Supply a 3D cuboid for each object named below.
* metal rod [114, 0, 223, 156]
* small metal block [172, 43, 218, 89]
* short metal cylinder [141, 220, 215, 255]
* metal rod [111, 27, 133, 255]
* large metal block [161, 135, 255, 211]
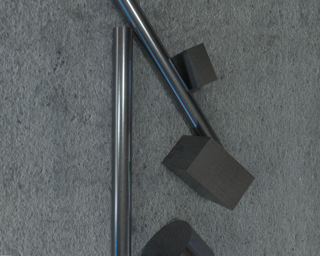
[{"bbox_3d":[0.001,-0.091,0.410,0.025,0.025,0.299,-36,102,-17],"label":"metal rod"},{"bbox_3d":[0.045,-0.080,0.413,0.025,0.050,0.050,-27,99,-19],"label":"small metal block"},{"bbox_3d":[0.022,0.165,0.389,0.080,0.080,0.050,-42,104,-15],"label":"short metal cylinder"},{"bbox_3d":[-0.048,0.025,0.392,0.025,0.025,0.298,0,90,-20],"label":"metal rod"},{"bbox_3d":[0.060,0.055,0.403,0.080,0.080,0.050,42,77,-16],"label":"large metal block"}]
